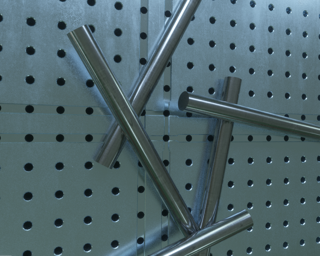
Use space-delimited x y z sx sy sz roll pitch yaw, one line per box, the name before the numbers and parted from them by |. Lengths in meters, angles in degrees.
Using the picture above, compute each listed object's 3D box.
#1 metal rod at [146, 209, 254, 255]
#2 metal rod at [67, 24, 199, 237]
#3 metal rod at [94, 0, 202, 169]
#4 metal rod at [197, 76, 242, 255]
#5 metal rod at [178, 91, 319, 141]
metal rod | -0.017 0.176 0.391 0.302 0.025 0.025 -21 98 -13
metal rod | -0.023 0.019 0.381 0.025 0.025 0.299 -34 110 -17
metal rod | -0.004 -0.085 0.412 0.025 0.025 0.299 30 80 -18
metal rod | 0.078 0.074 0.442 0.025 0.025 0.298 13 86 -20
metal rod | 0.161 -0.010 0.454 0.302 0.025 0.025 10 87 -28
